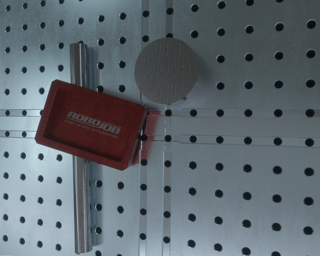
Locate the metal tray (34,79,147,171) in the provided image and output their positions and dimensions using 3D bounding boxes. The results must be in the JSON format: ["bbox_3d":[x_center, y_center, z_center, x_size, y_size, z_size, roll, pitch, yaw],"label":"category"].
[{"bbox_3d":[-0.092,-0.005,0.421,0.131,0.030,0.090,17,91,5],"label":"metal tray"}]

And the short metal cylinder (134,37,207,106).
[{"bbox_3d":[0.015,-0.069,0.393,0.080,0.050,0.079,0,90,19],"label":"short metal cylinder"}]

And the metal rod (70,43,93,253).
[{"bbox_3d":[-0.115,0.028,0.451,0.025,0.025,0.298,-2,89,19],"label":"metal rod"}]
